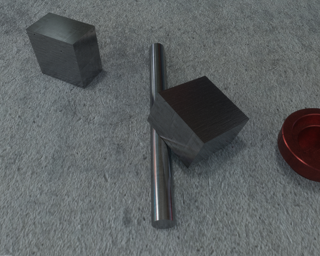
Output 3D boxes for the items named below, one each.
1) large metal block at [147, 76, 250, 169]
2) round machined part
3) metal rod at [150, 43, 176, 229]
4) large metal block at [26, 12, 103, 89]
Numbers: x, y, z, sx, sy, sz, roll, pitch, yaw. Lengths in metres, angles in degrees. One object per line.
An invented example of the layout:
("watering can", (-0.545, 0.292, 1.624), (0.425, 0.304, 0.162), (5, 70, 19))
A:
("large metal block", (0.045, -0.010, 0.377), (0.081, 0.050, 0.080), (-24, 63, -35))
("round machined part", (0.191, 0.025, 0.372), (0.099, 0.042, 0.098), (0, 50, 0))
("metal rod", (-0.001, -0.015, 0.415), (0.025, 0.025, 0.300), (-1, 50, -1))
("large metal block", (-0.139, -0.115, 0.463), (0.080, 0.080, 0.050), (21, 53, 17))
